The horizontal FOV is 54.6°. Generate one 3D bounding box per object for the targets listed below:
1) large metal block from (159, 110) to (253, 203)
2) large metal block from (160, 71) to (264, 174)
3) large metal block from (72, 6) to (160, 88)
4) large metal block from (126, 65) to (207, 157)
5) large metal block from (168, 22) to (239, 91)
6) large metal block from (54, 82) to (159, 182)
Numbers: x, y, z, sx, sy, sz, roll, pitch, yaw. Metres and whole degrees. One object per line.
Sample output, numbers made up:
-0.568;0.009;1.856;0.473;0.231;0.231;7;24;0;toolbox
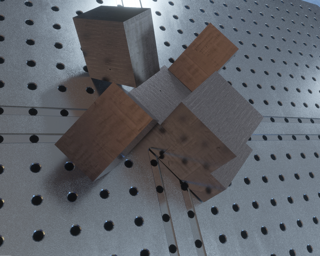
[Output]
0.060;0.034;0.402;0.080;0.050;0.080;44;50;4;large metal block
0.062;-0.008;0.364;0.080;0.050;0.080;45;50;2;large metal block
-0.052;-0.103;0.388;0.080;0.080;0.050;17;43;31;large metal block
0.002;-0.023;0.407;0.080;0.050;0.080;44;51;2;large metal block
0.062;-0.095;0.443;0.050;0.080;0.080;44;11;2;large metal block
-0.049;0.003;0.324;0.050;0.080;0.080;44;93;3;large metal block
